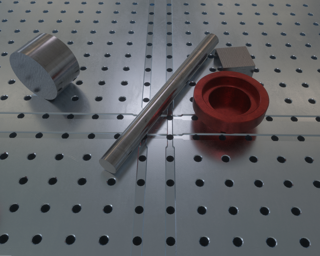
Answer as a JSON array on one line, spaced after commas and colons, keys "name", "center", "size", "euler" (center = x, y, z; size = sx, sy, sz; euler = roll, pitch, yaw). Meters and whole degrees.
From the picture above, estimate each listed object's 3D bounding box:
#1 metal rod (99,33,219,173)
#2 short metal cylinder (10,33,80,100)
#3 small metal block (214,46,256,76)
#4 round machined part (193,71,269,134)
[{"name": "metal rod", "center": [0.014, -0.053, 0.452], "size": [0.025, 0.025, 0.301], "euler": [24, 54, 19]}, {"name": "short metal cylinder", "center": [-0.164, -0.087, 0.444], "size": [0.080, 0.080, 0.050], "euler": [22, 54, 17]}, {"name": "small metal block", "center": [0.118, -0.104, 0.496], "size": [0.050, 0.025, 0.050], "euler": [-5, 50, -5]}, {"name": "round machined part", "center": [0.094, -0.030, 0.423], "size": [0.099, 0.042, 0.098], "euler": [0, 50, 0]}]
